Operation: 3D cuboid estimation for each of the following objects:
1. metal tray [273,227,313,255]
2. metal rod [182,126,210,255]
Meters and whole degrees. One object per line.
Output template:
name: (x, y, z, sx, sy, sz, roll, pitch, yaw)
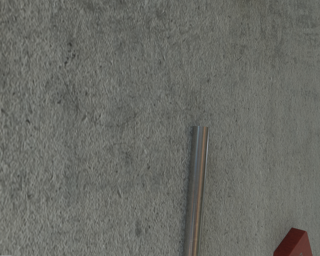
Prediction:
metal tray: (0.284, 0.288, 0.645, 0.091, 0.030, 0.129, -31, 110, -36)
metal rod: (0.048, 0.147, 0.447, 0.025, 0.025, 0.298, 8, 85, -40)
